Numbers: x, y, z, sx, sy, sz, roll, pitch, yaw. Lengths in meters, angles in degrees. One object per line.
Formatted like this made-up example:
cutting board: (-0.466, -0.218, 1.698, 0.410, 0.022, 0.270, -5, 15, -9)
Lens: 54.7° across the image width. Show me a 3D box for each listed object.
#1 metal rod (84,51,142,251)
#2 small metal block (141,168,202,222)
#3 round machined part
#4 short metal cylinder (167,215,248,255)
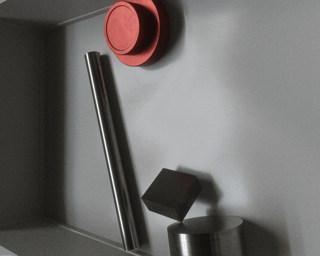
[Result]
metal rod: (-0.073, 0.026, 0.464, 0.025, 0.025, 0.299, -22, 76, 37)
small metal block: (0.014, 0.079, 0.374, 0.050, 0.050, 0.025, 8, 136, 39)
round machined part: (-0.037, -0.132, 0.415, 0.098, 0.042, 0.097, 9, 105, 39)
short metal cylinder: (0.051, 0.127, 0.328, 0.080, 0.081, 0.050, -12, 83, 39)
